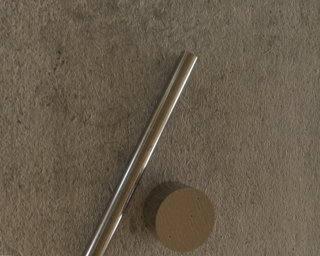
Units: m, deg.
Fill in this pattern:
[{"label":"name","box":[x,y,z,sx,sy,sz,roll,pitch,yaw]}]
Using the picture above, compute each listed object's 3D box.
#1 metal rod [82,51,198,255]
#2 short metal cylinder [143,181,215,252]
[{"label":"metal rod","box":[-0.023,0.035,0.401,0.025,0.025,0.299,29,80,-18]},{"label":"short metal cylinder","box":[0.024,0.114,0.406,0.081,0.050,0.079,0,90,-21]}]
